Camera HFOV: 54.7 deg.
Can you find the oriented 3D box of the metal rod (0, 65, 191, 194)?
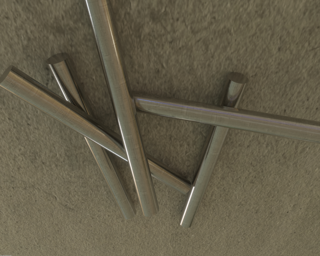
[{"bbox_3d":[-0.058,0.020,0.398,0.025,0.025,0.301,-33,131,25],"label":"metal rod"}]

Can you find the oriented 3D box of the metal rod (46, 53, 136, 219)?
[{"bbox_3d":[-0.083,0.035,0.435,0.025,0.025,0.298,-9,130,7],"label":"metal rod"}]

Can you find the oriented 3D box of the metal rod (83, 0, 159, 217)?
[{"bbox_3d":[-0.039,-0.012,0.362,0.025,0.025,0.298,-8,120,6],"label":"metal rod"}]

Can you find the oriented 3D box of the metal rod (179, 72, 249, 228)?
[{"bbox_3d":[0.068,0.054,0.454,0.025,0.025,0.298,6,130,-6],"label":"metal rod"}]

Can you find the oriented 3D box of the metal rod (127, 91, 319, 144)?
[{"bbox_3d":[0.110,-0.007,0.360,0.302,0.025,0.025,10,131,8],"label":"metal rod"}]
